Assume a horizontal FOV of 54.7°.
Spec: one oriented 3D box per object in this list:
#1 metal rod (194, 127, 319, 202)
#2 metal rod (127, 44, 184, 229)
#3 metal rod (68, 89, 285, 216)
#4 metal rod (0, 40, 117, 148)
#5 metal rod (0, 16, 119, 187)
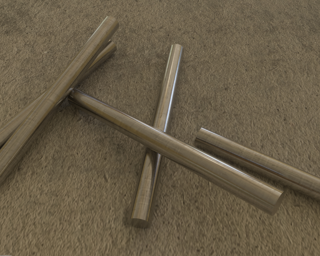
[{"bbox_3d":[0.179,0.069,0.345,0.301,0.025,0.025,24,54,19],"label":"metal rod"},{"bbox_3d":[0.003,-0.015,0.415,0.025,0.025,0.300,7,50,6],"label":"metal rod"},{"bbox_3d":[-0.007,0.012,0.358,0.300,0.025,0.025,26,54,33],"label":"metal rod"},{"bbox_3d":[-0.159,-0.038,0.433,0.025,0.025,0.301,24,54,19],"label":"metal rod"},{"bbox_3d":[-0.136,-0.051,0.421,0.025,0.025,0.300,19,60,15],"label":"metal rod"}]
